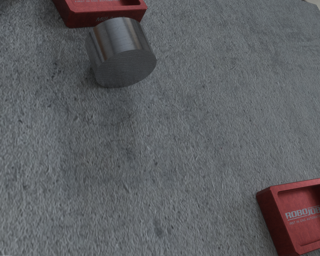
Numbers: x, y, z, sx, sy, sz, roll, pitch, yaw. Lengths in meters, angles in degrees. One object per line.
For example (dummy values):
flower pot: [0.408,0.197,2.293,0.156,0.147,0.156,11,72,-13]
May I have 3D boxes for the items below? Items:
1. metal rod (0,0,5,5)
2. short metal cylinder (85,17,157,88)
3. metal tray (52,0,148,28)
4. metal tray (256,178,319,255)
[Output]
metal rod: [-0.191,-0.235,0.444,0.025,0.025,0.300,26,52,-12]
short metal cylinder: [-0.051,-0.095,0.400,0.081,0.080,0.050,-8,66,-32]
metal tray: [-0.095,-0.201,0.472,0.131,0.030,0.090,-19,72,-36]
metal tray: [0.207,0.123,0.439,0.131,0.030,0.090,-2,63,-29]
